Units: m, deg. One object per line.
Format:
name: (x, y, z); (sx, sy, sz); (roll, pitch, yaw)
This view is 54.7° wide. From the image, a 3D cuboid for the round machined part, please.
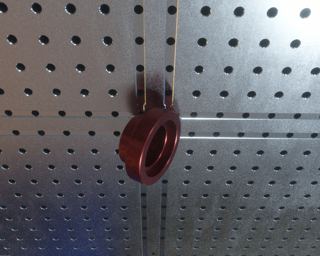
round machined part: (-0.015, 0.020, 0.392); (0.042, 0.098, 0.097); (20, 135, 25)
